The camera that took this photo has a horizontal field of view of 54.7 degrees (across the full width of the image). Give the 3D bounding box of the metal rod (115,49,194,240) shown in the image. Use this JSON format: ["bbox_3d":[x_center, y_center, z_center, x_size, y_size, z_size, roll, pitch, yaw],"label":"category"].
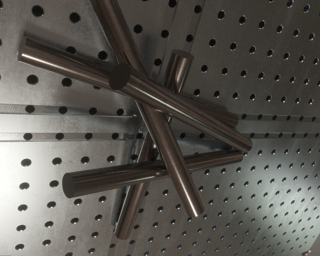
[{"bbox_3d":[-0.017,0.042,0.408,0.025,0.025,0.298,0,125,-29],"label":"metal rod"}]

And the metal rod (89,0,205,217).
[{"bbox_3d":[-0.010,-0.021,0.342,0.025,0.025,0.299,-28,113,-11],"label":"metal rod"}]

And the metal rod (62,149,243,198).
[{"bbox_3d":[0.019,0.051,0.408,0.302,0.025,0.025,-3,121,-44],"label":"metal rod"}]

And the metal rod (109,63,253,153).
[{"bbox_3d":[0.052,-0.008,0.383,0.025,0.025,0.301,-54,143,10],"label":"metal rod"}]

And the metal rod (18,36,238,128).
[{"bbox_3d":[-0.011,-0.043,0.379,0.302,0.025,0.025,15,110,-35],"label":"metal rod"}]
